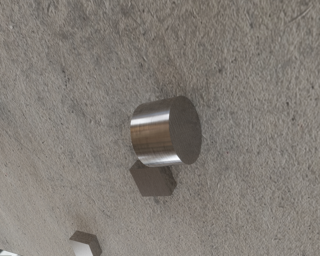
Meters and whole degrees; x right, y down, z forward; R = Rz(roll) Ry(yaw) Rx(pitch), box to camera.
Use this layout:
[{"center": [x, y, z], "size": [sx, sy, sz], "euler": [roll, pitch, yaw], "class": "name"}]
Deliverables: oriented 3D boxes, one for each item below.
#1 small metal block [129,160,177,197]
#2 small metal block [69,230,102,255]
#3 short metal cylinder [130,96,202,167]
[{"center": [-0.010, 0.073, 0.456], "size": [0.050, 0.025, 0.050], "euler": [-9, 114, 32], "class": "small metal block"}, {"center": [-0.152, 0.241, 0.633], "size": [0.050, 0.025, 0.050], "euler": [3, 120, 26], "class": "small metal block"}, {"center": [0.010, 0.005, 0.368], "size": [0.050, 0.080, 0.080], "euler": [-9, 114, 31], "class": "short metal cylinder"}]
